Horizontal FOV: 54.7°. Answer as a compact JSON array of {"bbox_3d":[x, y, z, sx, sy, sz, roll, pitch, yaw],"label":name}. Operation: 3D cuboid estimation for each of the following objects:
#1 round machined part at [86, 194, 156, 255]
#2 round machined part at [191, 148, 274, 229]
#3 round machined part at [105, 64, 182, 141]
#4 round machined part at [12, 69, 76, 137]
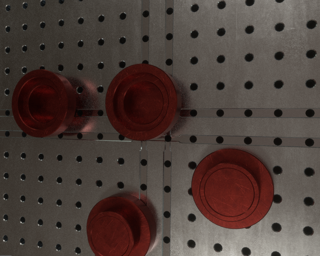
[{"bbox_3d":[-0.059,0.143,0.423,0.098,0.042,0.097,0,90,19],"label":"round machined part"},{"bbox_3d":[0.085,0.074,0.373,0.098,0.042,0.097,0,90,19],"label":"round machined part"},{"bbox_3d":[-0.018,-0.033,0.409,0.098,0.042,0.097,0,90,19],"label":"round machined part"},{"bbox_3d":[-0.166,-0.035,0.460,0.098,0.042,0.097,0,90,19],"label":"round machined part"}]
